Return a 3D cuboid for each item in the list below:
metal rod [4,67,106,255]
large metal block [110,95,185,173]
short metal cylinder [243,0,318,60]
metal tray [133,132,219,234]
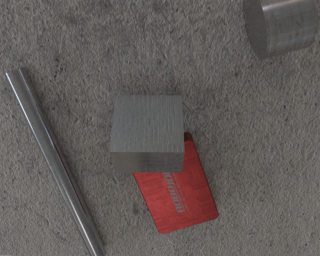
[{"bbox_3d":[-0.137,0.063,0.431,0.025,0.025,0.298,-16,110,5],"label":"metal rod"},{"bbox_3d":[-0.014,0.007,0.375,0.081,0.080,0.050,0,146,0],"label":"large metal block"},{"bbox_3d":[0.128,-0.120,0.337,0.050,0.080,0.080,-14,110,5],"label":"short metal cylinder"},{"bbox_3d":[0.021,0.080,0.437,0.090,0.030,0.129,-19,109,6],"label":"metal tray"}]
